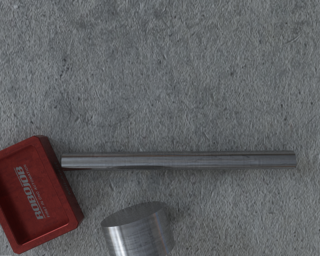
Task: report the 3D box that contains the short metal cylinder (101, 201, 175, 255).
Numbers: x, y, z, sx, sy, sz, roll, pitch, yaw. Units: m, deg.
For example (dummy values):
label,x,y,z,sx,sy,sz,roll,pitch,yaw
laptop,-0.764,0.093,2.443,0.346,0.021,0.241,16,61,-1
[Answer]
label,x,y,z,sx,sy,sz,roll,pitch,yaw
short metal cylinder,-0.027,0.129,0.382,0.080,0.080,0.050,-16,90,0

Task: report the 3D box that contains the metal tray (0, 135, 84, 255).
label,x,y,z,sx,sy,sz,roll,pitch,yaw
metal tray,-0.169,0.085,0.406,0.090,0.030,0.129,-25,90,0

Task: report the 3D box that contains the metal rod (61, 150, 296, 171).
label,x,y,z,sx,sy,sz,roll,pitch,yaw
metal rod,0.025,0.043,0.410,0.302,0.025,0.025,0,90,0
